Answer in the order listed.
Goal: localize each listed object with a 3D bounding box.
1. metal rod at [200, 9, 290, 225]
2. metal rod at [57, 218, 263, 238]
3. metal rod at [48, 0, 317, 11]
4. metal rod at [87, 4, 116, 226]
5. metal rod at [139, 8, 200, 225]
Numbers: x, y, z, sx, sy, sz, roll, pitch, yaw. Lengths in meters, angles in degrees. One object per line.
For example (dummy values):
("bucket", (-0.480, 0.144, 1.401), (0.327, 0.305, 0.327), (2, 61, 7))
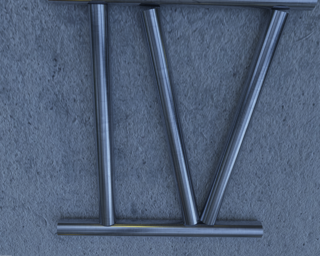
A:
("metal rod", (0.105, 0.000, 0.412), (0.025, 0.025, 0.298), (12, 109, -5))
("metal rod", (0.001, 0.151, 0.466), (0.302, 0.025, 0.025), (1, 110, -1))
("metal rod", (0.026, -0.152, 0.355), (0.302, 0.025, 0.025), (1, 110, -1))
("metal rod", (-0.074, -0.003, 0.408), (0.025, 0.025, 0.298), (1, 110, -1))
("metal rod", (0.017, 0.000, 0.410), (0.025, 0.025, 0.298), (-11, 110, 3))
